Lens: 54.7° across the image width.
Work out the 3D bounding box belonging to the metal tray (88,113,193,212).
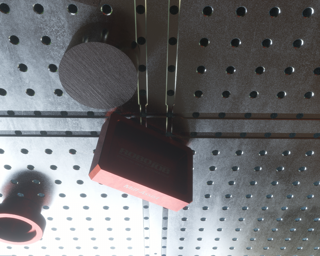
[{"bbox_3d":[-0.018,0.045,0.404,0.131,0.090,0.030,26,134,-20],"label":"metal tray"}]

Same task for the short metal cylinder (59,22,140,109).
[{"bbox_3d":[-0.063,-0.067,0.337,0.081,0.050,0.079,0,130,0],"label":"short metal cylinder"}]

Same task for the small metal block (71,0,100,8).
[{"bbox_3d":[-0.076,-0.147,0.286,0.050,0.025,0.050,12,129,-11],"label":"small metal block"}]

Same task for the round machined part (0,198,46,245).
[{"bbox_3d":[-0.245,0.157,0.531,0.099,0.042,0.097,0,130,0],"label":"round machined part"}]
